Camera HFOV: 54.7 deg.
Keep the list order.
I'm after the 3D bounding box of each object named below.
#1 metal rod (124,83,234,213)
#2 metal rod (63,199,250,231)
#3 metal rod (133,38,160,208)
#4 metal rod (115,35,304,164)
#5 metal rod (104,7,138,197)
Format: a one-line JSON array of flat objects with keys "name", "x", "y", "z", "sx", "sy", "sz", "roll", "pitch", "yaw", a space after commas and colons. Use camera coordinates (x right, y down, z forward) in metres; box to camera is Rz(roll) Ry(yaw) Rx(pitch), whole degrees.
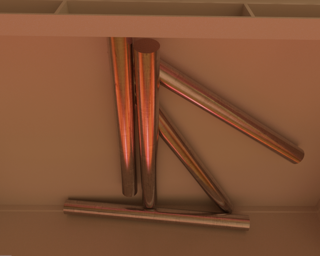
[{"name": "metal rod", "x": 0.038, "y": 0.039, "z": 0.442, "sx": 0.025, "sy": 0.025, "sz": 0.300, "roll": -25, "pitch": 126, "yaw": 19}, {"name": "metal rod", "x": -0.007, "y": 0.143, "z": 0.511, "sx": 0.302, "sy": 0.025, "sz": 0.025, "roll": 4, "pitch": 130, "yaw": 3}, {"name": "metal rod", "x": -0.015, "y": 0.022, "z": 0.400, "sx": 0.025, "sy": 0.025, "sz": 0.298, "roll": 0, "pitch": 139, "yaw": -1}, {"name": "metal rod", "x": 0.073, "y": -0.025, "z": 0.387, "sx": 0.301, "sy": 0.025, "sz": 0.025, "roll": 28, "pitch": 125, "yaw": -22}, {"name": "metal rod", "x": -0.042, "y": -0.001, "z": 0.383, "sx": 0.025, "sy": 0.025, "sz": 0.298, "roll": 2, "pitch": 138, "yaw": -2}]
